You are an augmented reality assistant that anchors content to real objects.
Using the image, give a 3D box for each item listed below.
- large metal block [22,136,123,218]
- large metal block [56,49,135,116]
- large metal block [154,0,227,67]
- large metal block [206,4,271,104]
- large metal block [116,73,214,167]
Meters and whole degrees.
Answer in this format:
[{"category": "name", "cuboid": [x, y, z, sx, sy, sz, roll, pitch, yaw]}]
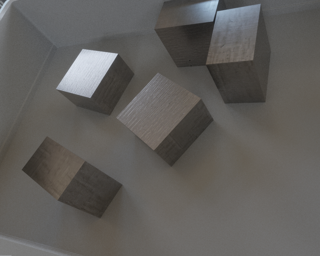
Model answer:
[{"category": "large metal block", "cuboid": [-0.108, 0.062, 0.389, 0.080, 0.080, 0.050, 24, 75, 36]}, {"category": "large metal block", "cuboid": [-0.101, -0.073, 0.488, 0.080, 0.050, 0.080, 16, 70, 34]}, {"category": "large metal block", "cuboid": [0.051, -0.130, 0.423, 0.080, 0.080, 0.050, 3, 63, 29]}, {"category": "large metal block", "cuboid": [0.098, -0.085, 0.371, 0.050, 0.080, 0.080, 0, 62, 28]}, {"category": "large metal block", "cuboid": [0.006, -0.012, 0.394, 0.080, 0.050, 0.080, -48, 51, -5]}]
